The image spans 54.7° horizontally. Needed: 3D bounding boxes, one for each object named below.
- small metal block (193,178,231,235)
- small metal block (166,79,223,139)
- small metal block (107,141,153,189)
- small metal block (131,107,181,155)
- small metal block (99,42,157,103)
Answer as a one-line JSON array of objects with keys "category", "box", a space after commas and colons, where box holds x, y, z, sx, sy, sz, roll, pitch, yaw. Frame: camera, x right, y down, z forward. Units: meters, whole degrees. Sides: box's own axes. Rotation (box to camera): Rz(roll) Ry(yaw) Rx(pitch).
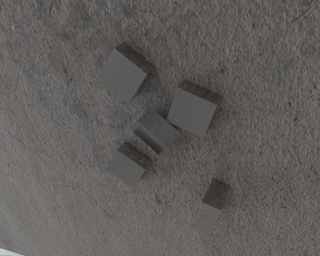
[{"category": "small metal block", "box": [0.070, 0.105, 0.419, 0.025, 0.050, 0.050, 22, 127, 15]}, {"category": "small metal block", "box": [0.041, -0.023, 0.371, 0.050, 0.025, 0.050, 26, 128, 12]}, {"category": "small metal block", "box": [-0.046, 0.056, 0.465, 0.050, 0.025, 0.050, 35, 129, 5]}, {"category": "small metal block", "box": [-0.006, 0.005, 0.399, 0.050, 0.025, 0.050, 42, 160, 0]}, {"category": "small metal block", "box": [-0.041, -0.069, 0.386, 0.050, 0.025, 0.050, 39, 129, 1]}]
